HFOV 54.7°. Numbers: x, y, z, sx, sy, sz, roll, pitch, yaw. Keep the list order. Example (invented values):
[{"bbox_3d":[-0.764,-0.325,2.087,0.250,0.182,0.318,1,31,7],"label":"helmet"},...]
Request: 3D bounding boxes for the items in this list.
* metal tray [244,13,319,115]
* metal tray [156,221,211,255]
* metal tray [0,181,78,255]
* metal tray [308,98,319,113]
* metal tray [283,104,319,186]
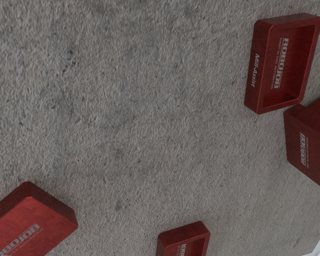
[{"bbox_3d":[0.172,-0.090,0.441,0.091,0.030,0.129,-15,125,-20],"label":"metal tray"},{"bbox_3d":[0.039,0.238,0.571,0.091,0.030,0.129,-9,123,-24],"label":"metal tray"},{"bbox_3d":[-0.183,0.137,0.388,0.130,0.030,0.090,-39,130,-2],"label":"metal tray"},{"bbox_3d":[0.315,-0.027,0.553,0.130,0.030,0.090,-36,129,-9],"label":"metal tray"},{"bbox_3d":[0.256,0.031,0.523,0.030,0.090,0.130,-30,129,-9],"label":"metal tray"}]
